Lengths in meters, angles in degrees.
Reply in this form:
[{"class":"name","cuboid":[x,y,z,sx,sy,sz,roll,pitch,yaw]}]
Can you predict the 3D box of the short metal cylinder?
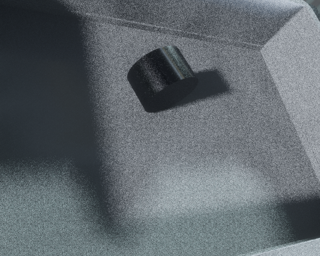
[{"class":"short metal cylinder","cuboid":[0.004,-0.063,0.413,0.081,0.080,0.050,-19,72,-36]}]
